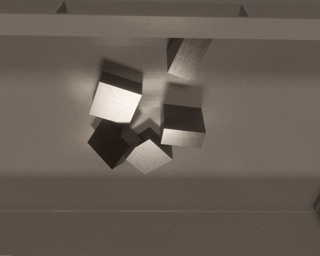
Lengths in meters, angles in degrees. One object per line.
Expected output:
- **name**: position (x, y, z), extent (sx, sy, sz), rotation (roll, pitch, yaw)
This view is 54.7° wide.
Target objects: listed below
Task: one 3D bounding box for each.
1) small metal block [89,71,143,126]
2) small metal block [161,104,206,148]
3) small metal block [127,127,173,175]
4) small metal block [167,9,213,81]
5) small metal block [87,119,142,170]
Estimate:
- **small metal block**: position (-0.054, -0.035, 0.378), extent (0.050, 0.025, 0.050), rotation (17, 128, -14)
- **small metal block**: position (0.028, -0.003, 0.390), extent (0.050, 0.050, 0.025), rotation (6, 130, -6)
- **small metal block**: position (-0.018, 0.033, 0.437), extent (0.050, 0.025, 0.050), rotation (-31, 124, 23)
- **small metal block**: position (0.029, -0.086, 0.320), extent (0.025, 0.050, 0.050), rotation (17, 128, -14)
- **small metal block**: position (-0.061, 0.017, 0.407), extent (0.050, 0.025, 0.050), rotation (46, 124, 10)
